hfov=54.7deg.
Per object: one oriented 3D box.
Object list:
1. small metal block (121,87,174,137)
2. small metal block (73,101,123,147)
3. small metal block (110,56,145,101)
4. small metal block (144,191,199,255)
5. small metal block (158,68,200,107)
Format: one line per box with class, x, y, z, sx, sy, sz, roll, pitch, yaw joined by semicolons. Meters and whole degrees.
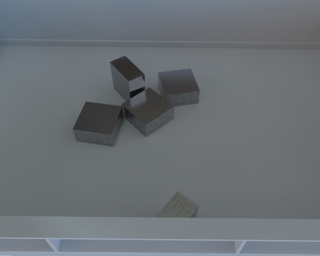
small metal block;-0.016;-0.023;0.424;0.050;0.025;0.050;-35;58;-26
small metal block;-0.080;-0.006;0.409;0.050;0.025;0.050;8;50;6
small metal block;-0.046;-0.067;0.444;0.025;0.050;0.050;-29;56;-22
small metal block;0.011;0.099;0.306;0.025;0.050;0.050;32;57;23
small metal block;0.026;-0.059;0.455;0.050;0.025;0.050;-8;51;-8
